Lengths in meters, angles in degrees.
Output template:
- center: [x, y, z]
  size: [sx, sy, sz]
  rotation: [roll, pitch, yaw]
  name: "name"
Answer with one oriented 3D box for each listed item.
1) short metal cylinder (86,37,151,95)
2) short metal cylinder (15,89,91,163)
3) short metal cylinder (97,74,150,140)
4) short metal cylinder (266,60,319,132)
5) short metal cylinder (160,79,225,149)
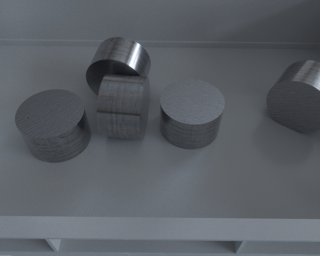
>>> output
- center: [-0.057, -0.079, 0.435]
  size: [0.080, 0.080, 0.050]
  rotation: [7, 51, 6]
  name: "short metal cylinder"
- center: [-0.132, -0.003, 0.390]
  size: [0.081, 0.050, 0.080]
  rotation: [0, 50, 0]
  name: "short metal cylinder"
- center: [-0.044, -0.027, 0.391]
  size: [0.050, 0.080, 0.080]
  rotation: [5, 50, 4]
  name: "short metal cylinder"
- center: [0.189, -0.041, 0.407]
  size: [0.080, 0.080, 0.050]
  rotation: [30, 56, 22]
  name: "short metal cylinder"
- center: [0.040, -0.019, 0.405]
  size: [0.081, 0.050, 0.080]
  rotation: [0, 50, 0]
  name: "short metal cylinder"
